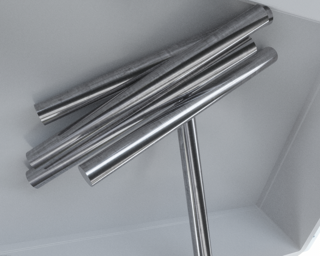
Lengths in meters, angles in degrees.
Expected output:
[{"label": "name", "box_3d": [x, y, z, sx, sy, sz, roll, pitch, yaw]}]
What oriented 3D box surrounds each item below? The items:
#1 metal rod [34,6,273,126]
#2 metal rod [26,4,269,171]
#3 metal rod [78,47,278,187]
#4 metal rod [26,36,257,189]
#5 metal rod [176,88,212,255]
[{"label": "metal rod", "box_3d": [0.004, -0.079, 0.363, 0.302, 0.025, 0.025, -26, 128, -13]}, {"label": "metal rod", "box_3d": [-0.014, -0.044, 0.344, 0.301, 0.025, 0.025, -33, 129, 0]}, {"label": "metal rod", "box_3d": [0.040, -0.027, 0.367, 0.302, 0.025, 0.025, -33, 131, -26]}, {"label": "metal rod", "box_3d": [-0.022, -0.019, 0.363, 0.301, 0.025, 0.025, -32, 129, 1]}, {"label": "metal rod", "box_3d": [0.046, 0.080, 0.407, 0.025, 0.025, 0.298, -11, 99, -23]}]
